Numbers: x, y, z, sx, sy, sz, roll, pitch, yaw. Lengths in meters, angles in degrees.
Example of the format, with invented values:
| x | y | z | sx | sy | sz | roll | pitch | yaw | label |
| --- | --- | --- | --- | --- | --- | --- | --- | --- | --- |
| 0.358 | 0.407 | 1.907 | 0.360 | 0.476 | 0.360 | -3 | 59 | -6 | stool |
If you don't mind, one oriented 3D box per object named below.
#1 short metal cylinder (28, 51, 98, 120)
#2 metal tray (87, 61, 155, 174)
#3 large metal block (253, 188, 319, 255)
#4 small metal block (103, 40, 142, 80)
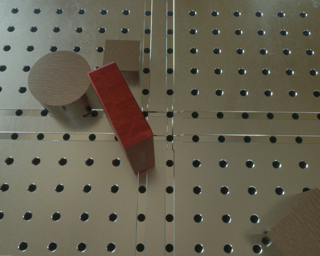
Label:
| x | y | z | sx | sy | sz | roll | pitch | yaw | label |
| --- | --- | --- | --- | --- | --- | --- | --- | --- | --- |
| -0.128 | -0.056 | 0.418 | 0.081 | 0.050 | 0.080 | 0 | 70 | 0 | short metal cylinder |
| -0.040 | -0.005 | 0.357 | 0.030 | 0.130 | 0.090 | -26 | 72 | -9 | metal tray |
| 0.170 | 0.128 | 0.353 | 0.080 | 0.050 | 0.080 | -36 | 74 | -12 | large metal block |
| -0.054 | -0.099 | 0.447 | 0.050 | 0.025 | 0.050 | 2 | 70 | 0 | small metal block |
